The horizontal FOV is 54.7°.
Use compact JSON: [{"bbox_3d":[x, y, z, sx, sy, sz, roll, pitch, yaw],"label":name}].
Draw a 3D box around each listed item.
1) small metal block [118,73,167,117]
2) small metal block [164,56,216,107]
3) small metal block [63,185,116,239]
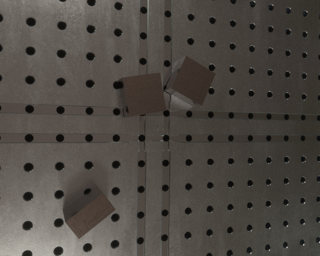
[{"bbox_3d":[-0.023,-0.043,0.405,0.050,0.025,0.050,-11,94,-20],"label":"small metal block"},{"bbox_3d":[0.042,-0.064,0.429,0.050,0.025,0.050,27,81,-18],"label":"small metal block"},{"bbox_3d":[-0.085,0.098,0.369,0.050,0.050,0.025,-37,102,-16],"label":"small metal block"}]
